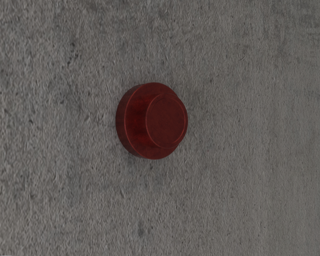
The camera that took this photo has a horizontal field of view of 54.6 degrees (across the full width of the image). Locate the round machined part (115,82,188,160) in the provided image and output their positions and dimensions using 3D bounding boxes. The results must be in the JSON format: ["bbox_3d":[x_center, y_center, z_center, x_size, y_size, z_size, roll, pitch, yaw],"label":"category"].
[{"bbox_3d":[-0.003,-0.009,0.390,0.099,0.042,0.097,0,90,-40],"label":"round machined part"}]
